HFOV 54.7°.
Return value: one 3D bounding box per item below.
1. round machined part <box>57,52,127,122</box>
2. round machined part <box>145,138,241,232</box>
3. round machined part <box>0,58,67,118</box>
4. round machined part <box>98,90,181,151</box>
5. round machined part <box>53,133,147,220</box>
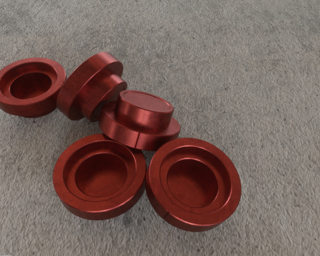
[{"bbox_3d":[-0.080,-0.046,0.398,0.042,0.098,0.098,41,59,6],"label":"round machined part"},{"bbox_3d":[0.032,0.062,0.330,0.099,0.042,0.098,8,54,-11],"label":"round machined part"},{"bbox_3d":[-0.178,-0.052,0.435,0.099,0.042,0.098,0,50,0],"label":"round machined part"},{"bbox_3d":[-0.021,-0.014,0.375,0.099,0.042,0.098,15,21,-6],"label":"round machined part"},{"bbox_3d":[-0.063,0.056,0.344,0.099,0.042,0.098,0,50,0],"label":"round machined part"}]
